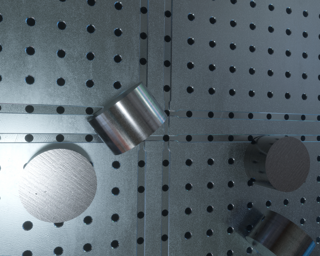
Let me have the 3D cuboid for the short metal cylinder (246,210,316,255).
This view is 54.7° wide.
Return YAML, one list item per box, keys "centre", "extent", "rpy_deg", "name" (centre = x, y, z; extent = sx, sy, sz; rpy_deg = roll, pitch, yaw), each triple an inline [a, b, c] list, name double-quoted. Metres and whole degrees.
- centre: [0.173, 0.166, 0.450]
  extent: [0.080, 0.080, 0.050]
  rpy_deg: [47, 76, -15]
  name: "short metal cylinder"

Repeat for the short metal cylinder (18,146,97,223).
- centre: [-0.117, 0.062, 0.357]
  extent: [0.081, 0.050, 0.079]
  rpy_deg: [0, 90, -21]
  name: "short metal cylinder"

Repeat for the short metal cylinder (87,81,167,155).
- centre: [-0.039, -0.012, 0.370]
  extent: [0.080, 0.080, 0.050]
  rpy_deg: [-40, 103, -16]
  name: "short metal cylinder"

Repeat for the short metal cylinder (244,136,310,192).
- centre: [0.175, 0.052, 0.466]
  extent: [0.081, 0.050, 0.079]
  rpy_deg: [0, 90, -20]
  name: "short metal cylinder"
